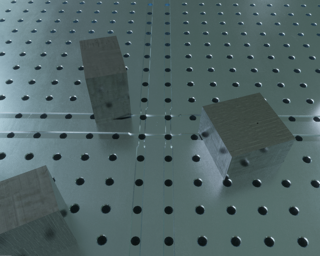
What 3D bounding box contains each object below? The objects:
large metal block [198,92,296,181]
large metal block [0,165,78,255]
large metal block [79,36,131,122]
[{"bbox_3d":[0.103,0.009,0.386,0.081,0.050,0.080,-14,52,-12],"label":"large metal block"},{"bbox_3d":[-0.132,0.090,0.294,0.081,0.080,0.050,-20,53,-16],"label":"large metal block"},{"bbox_3d":[-0.075,-0.067,0.428,0.050,0.080,0.080,-11,51,-10],"label":"large metal block"}]
